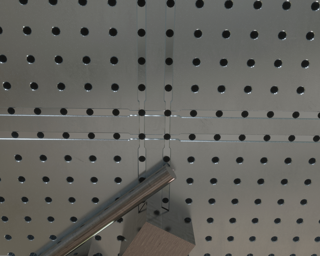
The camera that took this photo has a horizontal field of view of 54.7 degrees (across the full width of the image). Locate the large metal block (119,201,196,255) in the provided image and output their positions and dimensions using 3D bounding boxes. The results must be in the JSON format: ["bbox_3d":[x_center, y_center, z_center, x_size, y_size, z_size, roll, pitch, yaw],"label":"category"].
[{"bbox_3d":[-0.005,0.169,0.463,0.080,0.050,0.080,29,107,-11],"label":"large metal block"}]

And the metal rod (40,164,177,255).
[{"bbox_3d":[-0.101,0.150,0.467,0.300,0.025,0.025,-37,106,12],"label":"metal rod"}]

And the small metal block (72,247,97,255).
[{"bbox_3d":[-0.122,0.227,0.496,0.050,0.025,0.050,-27,108,9],"label":"small metal block"}]
